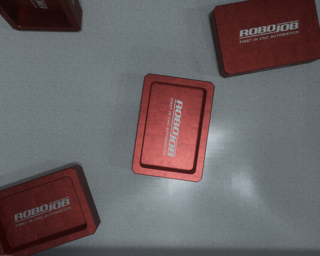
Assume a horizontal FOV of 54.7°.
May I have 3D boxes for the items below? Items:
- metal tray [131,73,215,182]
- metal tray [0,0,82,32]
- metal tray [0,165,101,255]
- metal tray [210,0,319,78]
[{"bbox_3d":[0.017,0.000,0.408,0.091,0.030,0.129,8,90,0],"label":"metal tray"},{"bbox_3d":[-0.150,-0.157,0.356,0.091,0.130,0.030,1,78,0],"label":"metal tray"},{"bbox_3d":[-0.155,0.111,0.407,0.131,0.030,0.090,-19,90,0],"label":"metal tray"},{"bbox_3d":[0.139,-0.123,0.410,0.131,0.030,0.089,-10,90,0],"label":"metal tray"}]
